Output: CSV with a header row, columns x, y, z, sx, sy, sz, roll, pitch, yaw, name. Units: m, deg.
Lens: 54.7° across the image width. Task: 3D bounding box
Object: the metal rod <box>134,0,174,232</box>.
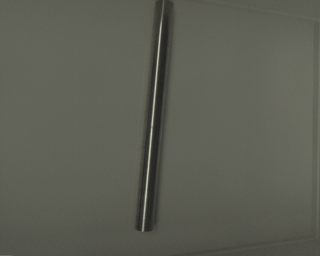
x,y,z,sx,sy,sz,roll,pitch,yaw,name
-0.008,-0.017,0.408,0.025,0.025,0.298,6,88,-20,metal rod
